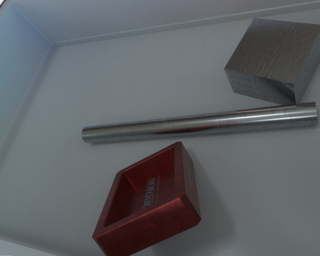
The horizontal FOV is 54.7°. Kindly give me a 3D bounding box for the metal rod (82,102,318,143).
[{"bbox_3d":[0.030,-0.003,0.390,0.301,0.025,0.025,-5,59,25],"label":"metal rod"}]

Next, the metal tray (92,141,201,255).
[{"bbox_3d":[-0.010,0.066,0.318,0.090,0.030,0.130,-27,15,10],"label":"metal tray"}]

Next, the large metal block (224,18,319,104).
[{"bbox_3d":[0.136,-0.078,0.366,0.080,0.050,0.080,21,73,35],"label":"large metal block"}]
